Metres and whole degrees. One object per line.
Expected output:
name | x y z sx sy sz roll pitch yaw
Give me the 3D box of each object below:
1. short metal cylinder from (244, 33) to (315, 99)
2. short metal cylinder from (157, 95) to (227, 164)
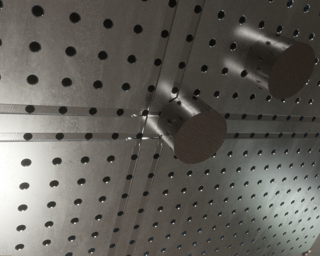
short metal cylinder | 0.167 -0.087 0.435 0.081 0.050 0.079 -14 125 -21
short metal cylinder | 0.043 0.002 0.422 0.081 0.050 0.079 -14 125 -21
